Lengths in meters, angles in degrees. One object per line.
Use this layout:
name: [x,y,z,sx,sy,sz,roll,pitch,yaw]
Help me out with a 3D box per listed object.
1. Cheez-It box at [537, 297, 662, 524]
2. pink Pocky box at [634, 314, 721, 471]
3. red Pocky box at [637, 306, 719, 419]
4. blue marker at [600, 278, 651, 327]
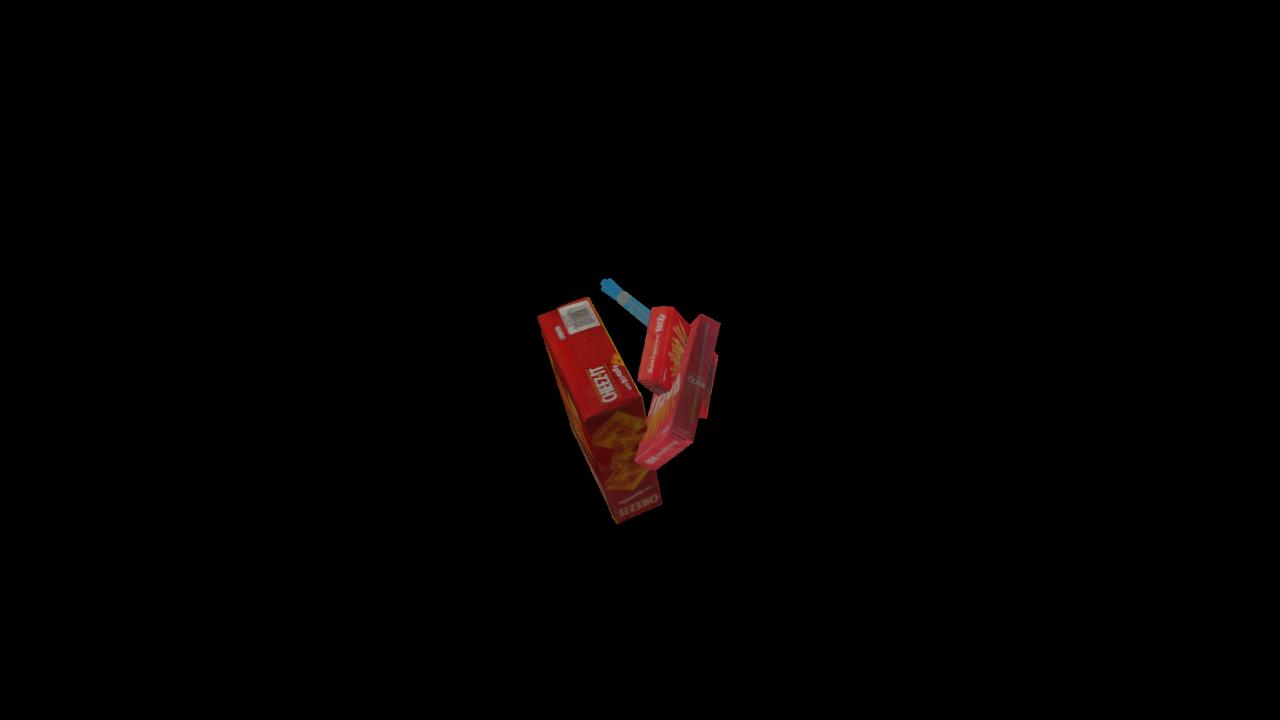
Cheez-It box: [-0.045,0.064,0.716,0.071,0.166,0.223,-21,-40,-10]
pink Pocky box: [0.040,0.032,0.642,0.029,0.155,0.084,26,-37,-12]
red Pocky box: [0.046,0.008,0.673,0.028,0.083,0.155,5,-16,27]
blue marker: [0.000,-0.057,0.728,0.121,0.020,0.020,39,10,12]
